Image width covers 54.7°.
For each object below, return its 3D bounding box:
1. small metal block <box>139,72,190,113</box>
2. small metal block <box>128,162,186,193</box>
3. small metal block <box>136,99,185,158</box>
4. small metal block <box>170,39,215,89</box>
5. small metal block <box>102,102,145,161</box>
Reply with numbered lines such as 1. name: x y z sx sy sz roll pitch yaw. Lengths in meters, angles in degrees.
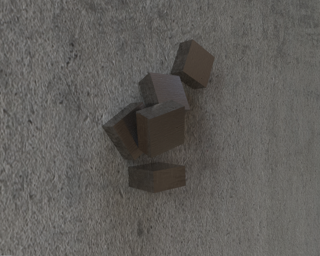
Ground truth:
1. small metal block: 0.006 -0.041 0.398 0.050 0.025 0.050 -1 68 -40
2. small metal block: -0.004 0.060 0.385 0.050 0.050 0.025 -4 93 -40
3. small metal block: 0.001 0.000 0.360 0.050 0.025 0.050 -22 125 -32
4. small metal block: 0.048 -0.090 0.444 0.050 0.025 0.050 28 73 -37
5. small metal block: -0.033 0.003 0.377 0.050 0.025 0.050 -44 117 -31
